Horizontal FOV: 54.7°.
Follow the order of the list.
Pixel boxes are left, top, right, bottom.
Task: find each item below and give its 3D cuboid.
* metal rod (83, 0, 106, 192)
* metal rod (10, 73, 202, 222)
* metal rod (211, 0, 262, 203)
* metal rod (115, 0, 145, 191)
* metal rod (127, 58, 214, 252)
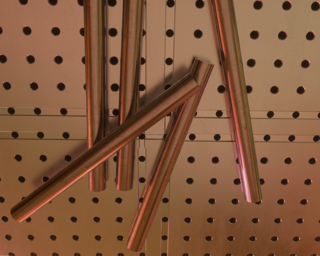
[{"bbox_3d":[-0.081,-0.055,0.392,0.025,0.025,0.298,3,110,-2],"label":"metal rod"},{"bbox_3d":[-0.077,0.032,0.396,0.300,0.025,0.025,-36,107,12],"label":"metal rod"},{"bbox_3d":[0.102,-0.034,0.402,0.025,0.025,0.298,-13,110,4],"label":"metal rod"},{"bbox_3d":[-0.039,-0.056,0.392,0.025,0.025,0.298,4,110,-2],"label":"metal rod"},{"bbox_3d":[0.008,0.050,0.431,0.025,0.025,0.298,17,109,-7],"label":"metal rod"}]
